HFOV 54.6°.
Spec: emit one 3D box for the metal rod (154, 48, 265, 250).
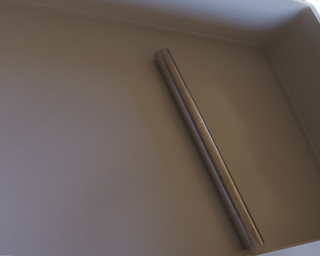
[{"bbox_3d":[0.060,0.015,0.427,0.025,0.025,0.299,-11,67,-33],"label":"metal rod"}]
